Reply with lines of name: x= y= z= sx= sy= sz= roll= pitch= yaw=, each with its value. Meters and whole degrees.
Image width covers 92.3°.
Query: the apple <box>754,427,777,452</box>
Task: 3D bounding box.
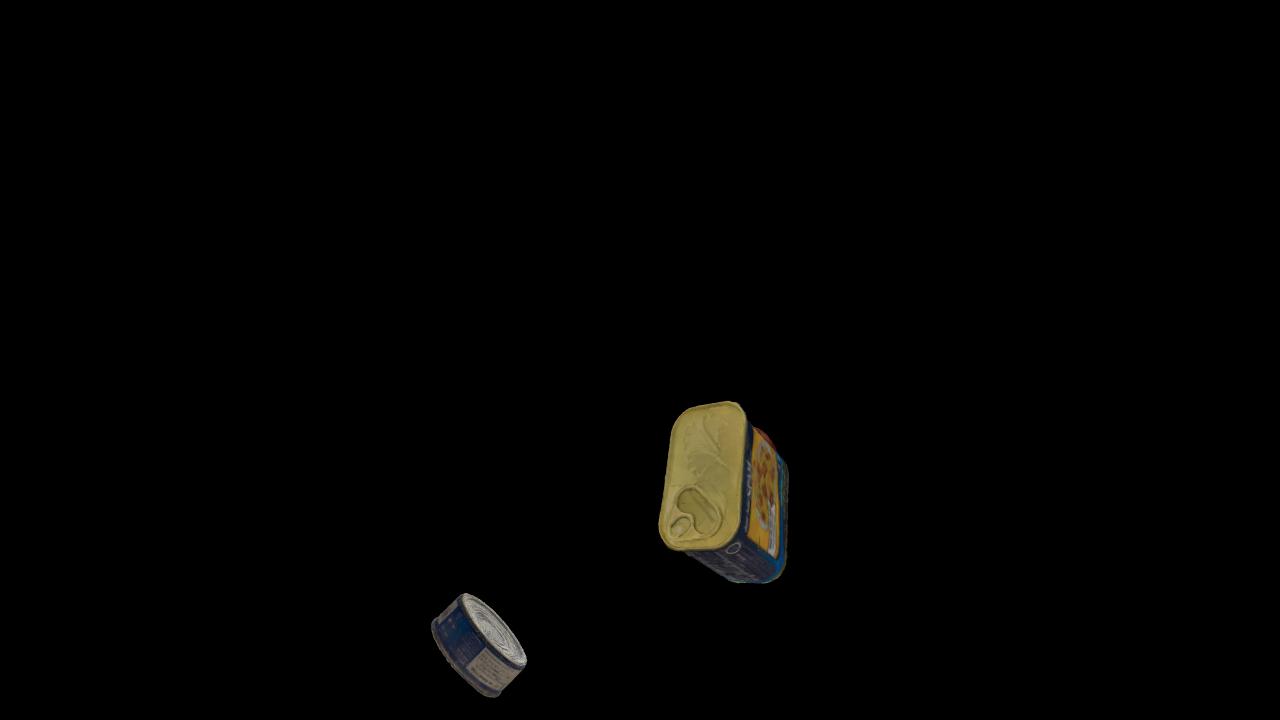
apple: x=0.102 y=0.110 z=0.622 sx=0.079 sy=0.093 sz=0.079 roll=1 pitch=31 yaw=0

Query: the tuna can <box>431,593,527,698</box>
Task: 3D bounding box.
tuna can: x=-0.136 y=0.240 z=0.524 sx=0.034 sy=0.084 sz=0.084 roll=-44 pitch=11 yaw=-12

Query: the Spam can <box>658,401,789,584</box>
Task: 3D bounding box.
Spam can: x=0.063 y=0.093 z=0.424 sx=0.058 sy=0.101 sz=0.085 roll=-12 pitch=-38 yaw=32
